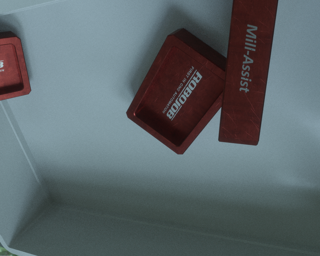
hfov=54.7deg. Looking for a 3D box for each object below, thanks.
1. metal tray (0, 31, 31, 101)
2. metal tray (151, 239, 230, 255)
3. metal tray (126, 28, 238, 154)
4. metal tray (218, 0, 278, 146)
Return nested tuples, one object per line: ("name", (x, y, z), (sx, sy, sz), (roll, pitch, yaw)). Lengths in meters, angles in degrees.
("metal tray", (-0.257, -0.078, 0.429), (0.030, 0.131, 0.089), (38, 137, 42))
("metal tray", (0.057, 0.241, 0.527), (0.130, 0.030, 0.089), (-2, 117, 29))
("metal tray", (0.024, -0.038, 0.368), (0.090, 0.030, 0.129), (36, 129, 3))
("metal tray", (0.073, -0.059, 0.265), (0.030, 0.090, 0.129), (6, 103, 11))
